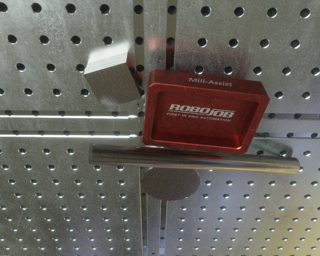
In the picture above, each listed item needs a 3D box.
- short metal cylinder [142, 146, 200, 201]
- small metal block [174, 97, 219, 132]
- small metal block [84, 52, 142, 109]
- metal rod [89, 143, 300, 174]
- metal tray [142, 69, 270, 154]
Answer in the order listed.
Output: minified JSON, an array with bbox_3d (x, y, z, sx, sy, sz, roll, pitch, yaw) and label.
[{"bbox_3d":[0.015,0.060,0.447,0.081,0.050,0.079,0,130,0],"label":"short metal cylinder"},{"bbox_3d":[0.044,-0.022,0.394,0.050,0.025,0.050,4,130,-4],"label":"small metal block"},{"bbox_3d":[-0.053,-0.055,0.364,0.050,0.025,0.050,-14,129,11],"label":"small metal block"},{"bbox_3d":[0.061,0.043,0.406,0.302,0.025,0.025,6,131,-22],"label":"metal rod"},{"bbox_3d":[0.048,-0.016,0.362,0.131,0.030,0.089,6,130,-5],"label":"metal tray"}]
